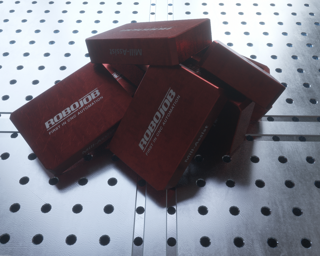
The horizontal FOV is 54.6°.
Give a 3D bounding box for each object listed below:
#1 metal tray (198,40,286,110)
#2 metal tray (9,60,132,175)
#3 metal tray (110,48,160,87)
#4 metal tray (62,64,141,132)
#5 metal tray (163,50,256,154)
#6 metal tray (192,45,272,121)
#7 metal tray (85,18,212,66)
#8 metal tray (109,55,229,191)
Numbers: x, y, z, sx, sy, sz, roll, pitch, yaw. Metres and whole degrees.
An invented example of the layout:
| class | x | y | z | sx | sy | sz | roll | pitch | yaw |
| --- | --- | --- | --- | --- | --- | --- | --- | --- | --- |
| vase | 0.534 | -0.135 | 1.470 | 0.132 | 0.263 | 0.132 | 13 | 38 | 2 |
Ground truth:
| class | x | y | z | sx | sy | sz | roll | pitch | yaw |
| --- | --- | --- | --- | --- | --- | --- | --- | --- | --- |
| metal tray | 0.098 | -0.071 | 0.383 | 0.090 | 0.030 | 0.130 | 34 | 20 | 1 |
| metal tray | -0.104 | -0.016 | 0.388 | 0.130 | 0.030 | 0.090 | -38 | 75 | -14 |
| metal tray | -0.005 | -0.109 | 0.472 | 0.131 | 0.030 | 0.090 | -26 | 56 | -38 |
| metal tray | -0.081 | -0.048 | 0.443 | 0.090 | 0.030 | 0.131 | 32 | 57 | 24 |
| metal tray | 0.051 | -0.034 | 0.396 | 0.130 | 0.090 | 0.030 | 37 | 60 | 27 |
| metal tray | 0.091 | -0.072 | 0.437 | 0.131 | 0.030 | 0.090 | 21 | 50 | -9 |
| metal tray | -0.014 | -0.106 | 0.379 | 0.130 | 0.030 | 0.090 | 10 | 33 | 34 |
| metal tray | 0.006 | -0.006 | 0.353 | 0.090 | 0.129 | 0.030 | 36 | 17 | 25 |
